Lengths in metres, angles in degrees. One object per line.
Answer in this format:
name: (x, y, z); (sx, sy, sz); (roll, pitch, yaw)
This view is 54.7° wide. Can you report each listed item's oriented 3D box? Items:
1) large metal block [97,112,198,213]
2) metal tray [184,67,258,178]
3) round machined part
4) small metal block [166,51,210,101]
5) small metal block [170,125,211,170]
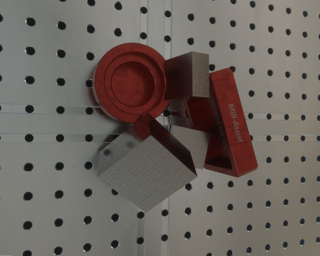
large metal block: (-0.016, 0.042, 0.370); (0.080, 0.050, 0.080); (-38, 118, 16)
metal tray: (0.074, -0.006, 0.407); (0.030, 0.090, 0.129); (-19, 97, -19)
round machined part: (-0.036, -0.054, 0.391); (0.099, 0.042, 0.097); (0, 90, -21)
small metal block: (0.032, -0.059, 0.368); (0.025, 0.050, 0.050); (0, 89, -35)
small metal block: (0.037, 0.026, 0.422); (0.050, 0.025, 0.050); (12, 90, -9)
